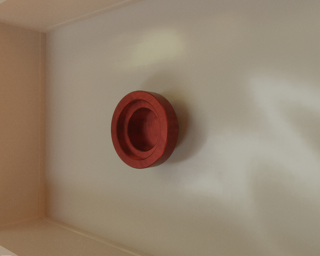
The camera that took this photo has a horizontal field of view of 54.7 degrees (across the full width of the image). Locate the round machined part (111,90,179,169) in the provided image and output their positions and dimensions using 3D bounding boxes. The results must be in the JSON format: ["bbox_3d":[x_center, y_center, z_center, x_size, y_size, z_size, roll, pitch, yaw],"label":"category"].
[{"bbox_3d":[-0.015,0.002,0.401,0.098,0.042,0.097,0,90,39],"label":"round machined part"}]
